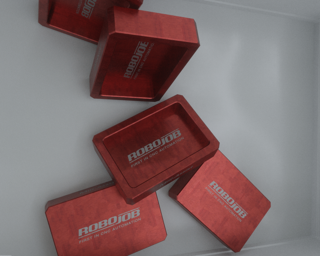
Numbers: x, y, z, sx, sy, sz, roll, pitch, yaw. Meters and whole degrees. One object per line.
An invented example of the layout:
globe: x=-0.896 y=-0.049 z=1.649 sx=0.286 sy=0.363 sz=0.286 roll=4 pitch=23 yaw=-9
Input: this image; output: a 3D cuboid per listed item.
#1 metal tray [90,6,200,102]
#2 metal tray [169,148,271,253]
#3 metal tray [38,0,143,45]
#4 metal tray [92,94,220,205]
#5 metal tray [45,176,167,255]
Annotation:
metal tray: x=-0.024 y=-0.073 z=0.345 sx=0.091 sy=0.129 sz=0.030 roll=1 pitch=68 yaw=-21
metal tray: x=0.088 y=0.102 z=0.442 sx=0.130 sy=0.030 sz=0.090 roll=44 pitch=76 yaw=-15
metal tray: x=-0.077 y=-0.132 z=0.325 sx=0.091 sy=0.130 sz=0.030 roll=16 pitch=79 yaw=-20
metal tray: x=-0.005 y=0.023 z=0.384 sx=0.131 sy=0.030 sz=0.090 roll=-28 pitch=68 yaw=-18
metal tray: x=-0.065 y=0.116 z=0.385 sx=0.131 sy=0.030 sz=0.089 roll=-16 pitch=96 yaw=-20
